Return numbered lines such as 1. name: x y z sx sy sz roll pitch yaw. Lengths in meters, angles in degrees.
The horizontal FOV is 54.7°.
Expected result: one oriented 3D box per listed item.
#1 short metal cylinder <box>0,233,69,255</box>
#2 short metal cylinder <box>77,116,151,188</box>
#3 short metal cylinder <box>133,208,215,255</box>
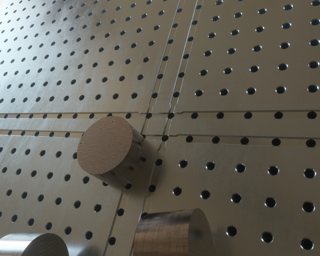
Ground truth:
1. short metal cylinder: -0.150 0.161 0.351 0.050 0.080 0.080 -8 58 24
2. short metal cylinder: -0.059 0.031 0.403 0.080 0.050 0.080 -13 56 20
3. short metal cylinder: 0.016 0.119 0.291 0.050 0.080 0.080 -12 57 21
